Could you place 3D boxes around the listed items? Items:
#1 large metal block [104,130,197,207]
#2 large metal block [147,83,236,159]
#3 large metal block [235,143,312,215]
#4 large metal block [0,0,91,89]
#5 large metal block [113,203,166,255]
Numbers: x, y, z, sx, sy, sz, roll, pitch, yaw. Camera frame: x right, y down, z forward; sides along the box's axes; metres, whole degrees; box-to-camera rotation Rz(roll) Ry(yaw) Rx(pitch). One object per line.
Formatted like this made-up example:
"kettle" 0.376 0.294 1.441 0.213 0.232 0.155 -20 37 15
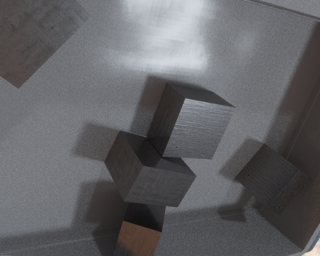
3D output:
"large metal block" -0.015 0.052 0.397 0.081 0.080 0.050 16 110 -35
"large metal block" 0.040 -0.007 0.409 0.081 0.050 0.079 7 115 -32
"large metal block" 0.192 0.086 0.531 0.050 0.080 0.080 31 101 -38
"large metal block" -0.113 -0.091 0.255 0.080 0.080 0.050 -44 129 2
"large metal block" -0.028 0.143 0.436 0.050 0.080 0.079 17 112 0
